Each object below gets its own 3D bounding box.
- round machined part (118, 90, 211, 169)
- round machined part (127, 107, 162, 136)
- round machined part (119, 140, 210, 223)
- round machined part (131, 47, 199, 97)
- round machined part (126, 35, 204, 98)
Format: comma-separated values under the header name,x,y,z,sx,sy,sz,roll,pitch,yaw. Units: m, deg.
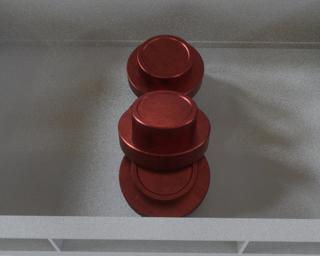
name,x,y,z,sx,sy,sz,roll,pitch,yaw
round machined part,0.005,-0.005,0.330,0.099,0.042,0.098,0,39,0
round machined part,0.003,-0.013,0.403,0.099,0.042,0.098,0,49,0
round machined part,0.005,0.049,0.333,0.099,0.042,0.098,0,65,0
round machined part,0.007,-0.086,0.450,0.099,0.042,0.098,0,34,0
round machined part,0.007,-0.078,0.391,0.099,0.042,0.098,0,62,0
